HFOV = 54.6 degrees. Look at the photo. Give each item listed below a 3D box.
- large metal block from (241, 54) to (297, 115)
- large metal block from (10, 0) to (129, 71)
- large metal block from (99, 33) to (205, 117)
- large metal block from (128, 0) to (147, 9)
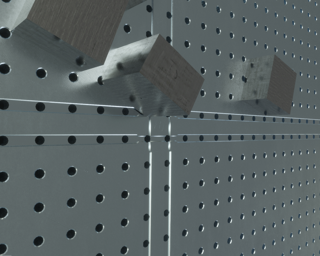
[{"bbox_3d":[0.196,-0.074,0.555,0.080,0.050,0.080,23,76,-38],"label":"large metal block"},{"bbox_3d":[-0.089,-0.116,0.317,0.080,0.050,0.080,28,73,-36],"label":"large metal block"},{"bbox_3d":[-0.010,-0.056,0.364,0.080,0.080,0.050,38,67,-34],"label":"large metal block"},{"bbox_3d":[-0.028,-0.206,0.368,0.080,0.050,0.080,44,64,-31],"label":"large metal block"}]
